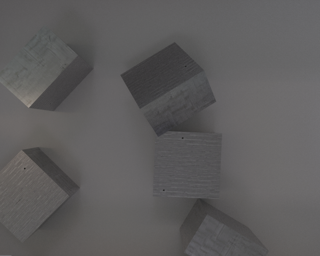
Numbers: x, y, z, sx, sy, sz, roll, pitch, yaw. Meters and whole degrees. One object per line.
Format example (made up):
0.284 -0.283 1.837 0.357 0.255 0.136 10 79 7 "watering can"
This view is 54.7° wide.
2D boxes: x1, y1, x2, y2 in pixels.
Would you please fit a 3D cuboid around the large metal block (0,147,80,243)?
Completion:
-0.166 0.082 0.398 0.080 0.050 0.080 45 90 0 "large metal block"

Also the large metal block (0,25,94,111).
-0.136 -0.069 0.383 0.050 0.080 0.080 43 90 0 "large metal block"

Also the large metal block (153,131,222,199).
0.033 0.044 0.399 0.081 0.050 0.080 2 90 0 "large metal block"

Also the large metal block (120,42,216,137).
0.008 -0.049 0.377 0.080 0.080 0.050 -31 133 0 "large metal block"

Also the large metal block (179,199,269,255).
0.074 0.138 0.384 0.080 0.080 0.050 31 90 0 "large metal block"
